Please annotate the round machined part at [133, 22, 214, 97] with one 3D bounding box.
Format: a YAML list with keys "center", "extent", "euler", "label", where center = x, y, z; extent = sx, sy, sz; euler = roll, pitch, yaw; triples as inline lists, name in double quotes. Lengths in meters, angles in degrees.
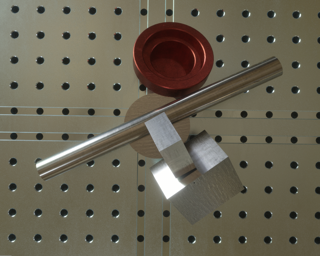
- center: [0.015, -0.082, 0.393]
  extent: [0.099, 0.042, 0.098]
  euler: [2, 67, -6]
  label: "round machined part"

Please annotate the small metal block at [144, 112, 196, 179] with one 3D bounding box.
- center: [0.011, 0.019, 0.340]
  extent: [0.025, 0.050, 0.050]
  euler: [-29, 132, 0]
  label: "small metal block"

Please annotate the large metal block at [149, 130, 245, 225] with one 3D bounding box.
- center: [0.047, 0.062, 0.379]
  extent: [0.080, 0.050, 0.080]
  euler: [-35, 135, 0]
  label: "large metal block"

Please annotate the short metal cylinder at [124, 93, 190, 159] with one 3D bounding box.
- center: [-0.004, -0.003, 0.400]
  extent: [0.081, 0.050, 0.079]
  euler: [0, 90, -1]
  label: "short metal cylinder"

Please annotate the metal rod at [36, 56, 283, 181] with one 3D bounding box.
- center: [0.000, -0.011, 0.363]
  extent: [0.301, 0.025, 0.025]
  euler: [-24, 90, -1]
  label: "metal rod"
